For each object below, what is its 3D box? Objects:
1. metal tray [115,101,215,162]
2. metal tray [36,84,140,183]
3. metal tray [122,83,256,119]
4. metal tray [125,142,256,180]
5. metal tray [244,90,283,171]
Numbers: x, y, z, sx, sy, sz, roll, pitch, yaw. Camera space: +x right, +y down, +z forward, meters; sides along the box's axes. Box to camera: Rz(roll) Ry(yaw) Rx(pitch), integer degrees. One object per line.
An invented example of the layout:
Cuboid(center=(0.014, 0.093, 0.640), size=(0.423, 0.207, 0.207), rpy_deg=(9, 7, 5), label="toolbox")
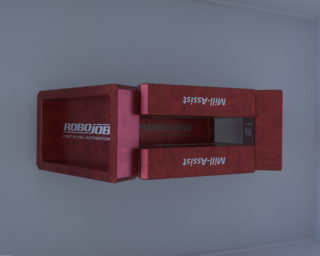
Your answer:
Cuboid(center=(0.008, 0.003, 0.409), size=(0.131, 0.030, 0.089), rpy_deg=(0, 90, -21), label="metal tray")
Cuboid(center=(-0.080, 0.004, 0.325), size=(0.030, 0.130, 0.089), rpy_deg=(0, 91, -52), label="metal tray")
Cuboid(center=(0.030, -0.027, 0.352), size=(0.131, 0.090, 0.030), rpy_deg=(0, 90, -20), label="metal tray")
Cuboid(center=(0.029, 0.034, 0.353), size=(0.131, 0.090, 0.030), rpy_deg=(0, 90, -21), label="metal tray")
Cuboid(center=(0.129, 0.002, 0.402), size=(0.030, 0.130, 0.089), rpy_deg=(1, 91, 10), label="metal tray")
